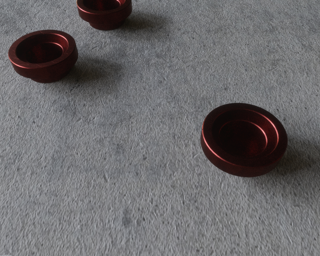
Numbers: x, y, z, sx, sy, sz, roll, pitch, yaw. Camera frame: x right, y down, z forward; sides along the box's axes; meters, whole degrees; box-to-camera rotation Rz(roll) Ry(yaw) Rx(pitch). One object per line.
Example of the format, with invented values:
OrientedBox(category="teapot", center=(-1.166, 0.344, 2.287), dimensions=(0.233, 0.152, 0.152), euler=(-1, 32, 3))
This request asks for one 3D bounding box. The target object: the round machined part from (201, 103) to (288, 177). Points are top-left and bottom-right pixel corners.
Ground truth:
OrientedBox(category="round machined part", center=(0.098, 0.018, 0.377), dimensions=(0.099, 0.042, 0.098), euler=(0, 50, 0))

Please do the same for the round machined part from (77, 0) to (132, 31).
OrientedBox(category="round machined part", center=(-0.101, -0.218, 0.574), dimensions=(0.099, 0.042, 0.098), euler=(0, 50, 0))

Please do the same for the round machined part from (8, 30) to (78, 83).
OrientedBox(category="round machined part", center=(-0.177, -0.107, 0.481), dimensions=(0.099, 0.042, 0.098), euler=(0, 50, 0))
